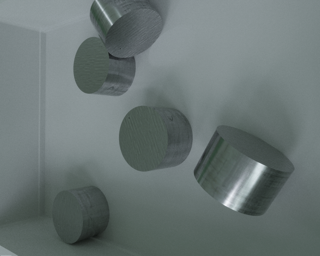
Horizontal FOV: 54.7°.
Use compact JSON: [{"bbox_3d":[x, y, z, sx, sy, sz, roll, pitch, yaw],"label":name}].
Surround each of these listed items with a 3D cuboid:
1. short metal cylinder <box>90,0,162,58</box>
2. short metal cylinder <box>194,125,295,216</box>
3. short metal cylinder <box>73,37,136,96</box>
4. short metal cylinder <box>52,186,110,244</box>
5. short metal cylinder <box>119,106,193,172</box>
[{"bbox_3d":[-0.044,-0.139,0.405,0.080,0.081,0.050,-44,64,31],"label":"short metal cylinder"},{"bbox_3d":[0.081,0.039,0.304,0.080,0.081,0.050,38,113,33],"label":"short metal cylinder"},{"bbox_3d":[-0.082,-0.088,0.456,0.080,0.050,0.079,0,90,39],"label":"short metal cylinder"},{"bbox_3d":[-0.126,0.136,0.492,0.080,0.050,0.079,0,90,39],"label":"short metal cylinder"},{"bbox_3d":[-0.006,0.013,0.394,0.080,0.050,0.079,0,90,39],"label":"short metal cylinder"}]
